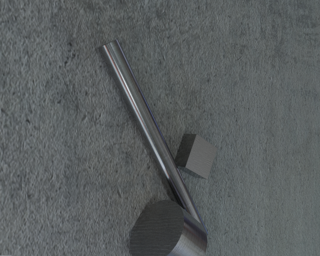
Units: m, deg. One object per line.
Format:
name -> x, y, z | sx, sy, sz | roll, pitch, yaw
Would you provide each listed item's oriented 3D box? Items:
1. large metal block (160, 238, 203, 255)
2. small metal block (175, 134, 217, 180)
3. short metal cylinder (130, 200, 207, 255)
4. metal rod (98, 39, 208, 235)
large metal block -> 0.030, 0.212, 0.417 | 0.080, 0.050, 0.080 | -51, 120, -28
small metal block -> 0.052, 0.042, 0.451 | 0.050, 0.025, 0.050 | 33, 70, -36
short metal cylinder -> 0.010, 0.136, 0.380 | 0.050, 0.080, 0.080 | 46, 62, -31
metal rod -> 0.000, 0.030, 0.406 | 0.025, 0.025, 0.299 | -39, 114, -33
